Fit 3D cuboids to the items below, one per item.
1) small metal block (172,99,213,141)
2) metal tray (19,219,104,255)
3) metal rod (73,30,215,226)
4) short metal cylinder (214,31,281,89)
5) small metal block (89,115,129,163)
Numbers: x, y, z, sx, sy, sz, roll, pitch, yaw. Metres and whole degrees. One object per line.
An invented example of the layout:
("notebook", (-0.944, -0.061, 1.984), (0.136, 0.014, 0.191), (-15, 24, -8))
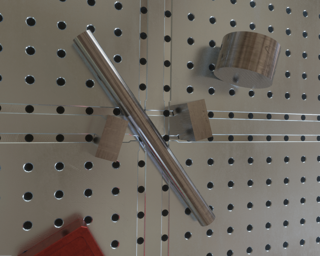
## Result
("small metal block", (0.042, -0.010, 0.416), (0.025, 0.050, 0.050), (-15, 95, -20))
("metal tray", (-0.101, 0.190, 0.373), (0.091, 0.030, 0.129), (-30, 100, -18))
("metal rod", (-0.014, 0.009, 0.408), (0.025, 0.025, 0.299), (-37, 102, -16))
("short metal cylinder", (0.120, -0.092, 0.429), (0.081, 0.080, 0.050), (18, 84, -20))
("small metal block", (-0.063, 0.012, 0.377), (0.025, 0.050, 0.050), (19, 84, -20))
